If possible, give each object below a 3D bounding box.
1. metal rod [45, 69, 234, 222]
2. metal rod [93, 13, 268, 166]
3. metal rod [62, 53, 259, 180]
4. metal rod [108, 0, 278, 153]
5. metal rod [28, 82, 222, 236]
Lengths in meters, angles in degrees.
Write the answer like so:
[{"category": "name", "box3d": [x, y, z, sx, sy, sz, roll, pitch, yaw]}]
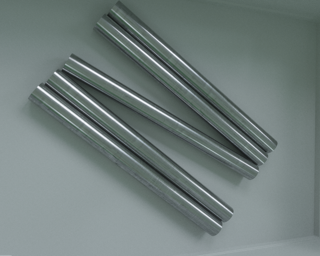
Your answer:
[{"category": "metal rod", "box3d": [-0.015, 0.032, 0.404, 0.301, 0.025, 0.025, 40, 78, -16]}, {"category": "metal rod", "box3d": [0.039, -0.042, 0.423, 0.301, 0.025, 0.025, 38, 78, -16]}, {"category": "metal rod", "box3d": [0.013, -0.006, 0.414, 0.301, 0.025, 0.025, 30, 80, -18]}, {"category": "metal rod", "box3d": [0.055, -0.061, 0.429, 0.301, 0.025, 0.025, 38, 78, -16]}, {"category": "metal rod", "box3d": [-0.032, 0.049, 0.397, 0.301, 0.025, 0.025, 40, 78, -16]}]
